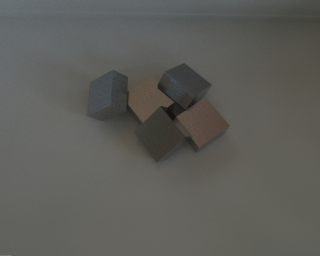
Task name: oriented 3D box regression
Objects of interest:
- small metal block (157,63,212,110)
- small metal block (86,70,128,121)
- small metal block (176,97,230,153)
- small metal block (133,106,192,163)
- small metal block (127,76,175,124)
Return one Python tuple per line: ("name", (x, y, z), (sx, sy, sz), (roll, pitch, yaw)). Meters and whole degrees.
("small metal block", (0.034, -0.057, 0.417), (0.050, 0.025, 0.050), (41, 40, 13))
("small metal block", (-0.069, -0.042, 0.408), (0.050, 0.025, 0.050), (-17, 63, 40))
("small metal block", (0.055, -0.004, 0.410), (0.050, 0.025, 0.050), (-34, 74, -12))
("small metal block", (0.003, 0.008, 0.393), (0.050, 0.025, 0.050), (-44, 73, 18))
("small metal block", (-0.016, -0.034, 0.420), (0.050, 0.025, 0.050), (-36, 74, -13))
